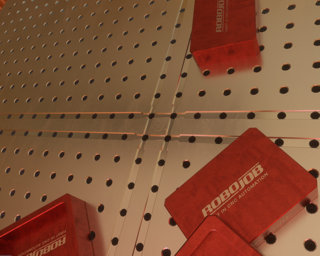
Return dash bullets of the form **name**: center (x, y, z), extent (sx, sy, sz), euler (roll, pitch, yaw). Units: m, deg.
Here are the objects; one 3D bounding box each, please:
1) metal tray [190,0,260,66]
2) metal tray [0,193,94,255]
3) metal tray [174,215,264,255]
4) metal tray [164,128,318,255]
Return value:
- **metal tray**: center (0.095, -0.157, 0.452), extent (0.090, 0.030, 0.130), euler (-6, 59, 25)
- **metal tray**: center (-0.152, 0.153, 0.392), extent (0.130, 0.030, 0.090), euler (-30, 52, 9)
- **metal tray**: center (0.066, 0.147, 0.254), extent (0.130, 0.030, 0.090), euler (39, 86, 21)
- **metal tray**: center (0.080, 0.072, 0.320), extent (0.130, 0.030, 0.090), euler (-40, 51, 0)
